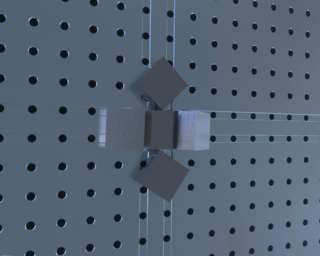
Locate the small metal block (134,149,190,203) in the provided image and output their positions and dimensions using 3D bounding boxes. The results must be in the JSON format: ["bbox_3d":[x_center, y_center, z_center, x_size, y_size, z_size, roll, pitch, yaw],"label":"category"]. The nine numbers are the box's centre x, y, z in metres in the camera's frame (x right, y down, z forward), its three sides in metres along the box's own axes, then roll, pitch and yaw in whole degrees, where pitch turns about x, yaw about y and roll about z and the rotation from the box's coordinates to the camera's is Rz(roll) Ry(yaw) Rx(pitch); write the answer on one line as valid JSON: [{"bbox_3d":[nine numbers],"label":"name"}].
[{"bbox_3d":[0.002,0.062,0.413,0.050,0.025,0.050,36,79,-15],"label":"small metal block"}]

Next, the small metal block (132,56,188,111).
[{"bbox_3d":[0.000,-0.057,0.412,0.050,0.025,0.050,-46,104,-15],"label":"small metal block"}]

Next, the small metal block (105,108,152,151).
[{"bbox_3d":[-0.039,0.002,0.385,0.050,0.025,0.050,2,90,16],"label":"small metal block"}]

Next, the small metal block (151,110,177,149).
[{"bbox_3d":[0.001,0.002,0.412,0.050,0.025,0.050,1,89,-20],"label":"small metal block"}]

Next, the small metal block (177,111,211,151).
[{"bbox_3d":[0.046,0.004,0.415,0.050,0.025,0.050,4,88,-60],"label":"small metal block"}]
